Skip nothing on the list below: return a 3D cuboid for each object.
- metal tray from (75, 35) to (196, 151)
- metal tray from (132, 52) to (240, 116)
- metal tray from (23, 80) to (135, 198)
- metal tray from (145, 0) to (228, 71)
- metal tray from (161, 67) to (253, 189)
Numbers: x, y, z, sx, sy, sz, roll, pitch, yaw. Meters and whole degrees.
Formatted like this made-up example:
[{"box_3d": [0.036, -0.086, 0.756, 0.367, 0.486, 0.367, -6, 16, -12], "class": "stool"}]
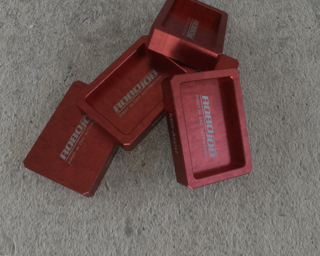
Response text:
[{"box_3d": [-0.028, -0.046, 0.391, 0.090, 0.030, 0.130, 40, 74, 13], "class": "metal tray"}, {"box_3d": [0.033, -0.077, 0.435, 0.130, 0.030, 0.090, 26, 72, 8], "class": "metal tray"}, {"box_3d": [-0.099, 0.012, 0.400, 0.090, 0.030, 0.130, 23, 71, 8], "class": "metal tray"}, {"box_3d": [0.041, -0.135, 0.420, 0.090, 0.030, 0.130, 22, 44, -3], "class": "metal tray"}, {"box_3d": [0.057, -0.002, 0.372, 0.091, 0.030, 0.129, -11, 94, -21], "class": "metal tray"}]
